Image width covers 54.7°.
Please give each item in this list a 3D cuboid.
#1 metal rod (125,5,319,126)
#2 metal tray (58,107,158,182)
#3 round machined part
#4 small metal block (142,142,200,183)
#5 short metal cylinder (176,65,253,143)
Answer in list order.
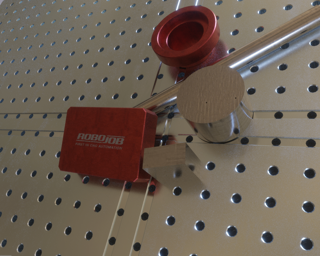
[{"bbox_3d":[0.071,-0.074,0.414,0.301,0.025,0.025,-28,52,10],"label":"metal rod"},{"bbox_3d":[-0.071,0.019,0.411,0.130,0.030,0.090,3,82,29],"label":"metal tray"},{"bbox_3d":[0.040,-0.128,0.454,0.098,0.042,0.098,-13,56,20],"label":"round machined part"},{"bbox_3d":[0.015,0.042,0.358,0.050,0.050,0.025,-10,58,23],"label":"small metal block"},{"bbox_3d":[0.067,-0.029,0.374,0.080,0.050,0.080,-13,56,21],"label":"short metal cylinder"}]
